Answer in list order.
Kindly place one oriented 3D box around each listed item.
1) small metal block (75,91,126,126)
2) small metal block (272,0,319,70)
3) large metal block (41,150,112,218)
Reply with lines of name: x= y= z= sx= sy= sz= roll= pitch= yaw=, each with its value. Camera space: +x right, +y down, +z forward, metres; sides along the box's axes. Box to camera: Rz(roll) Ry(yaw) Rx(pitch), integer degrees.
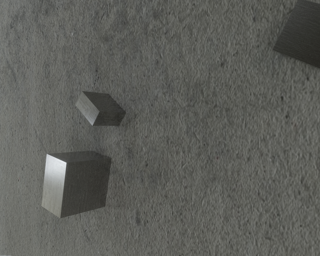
small metal block: x=-0.087 y=-0.028 z=0.458 sx=0.050 sy=0.050 sz=0.025 roll=45 pitch=117 yaw=30
small metal block: x=0.143 y=-0.085 z=0.287 sx=0.050 sy=0.025 sz=0.050 roll=36 pitch=112 yaw=34
large metal block: x=-0.126 y=0.081 z=0.470 sx=0.050 sy=0.081 sz=0.079 roll=14 pitch=99 yaw=39
